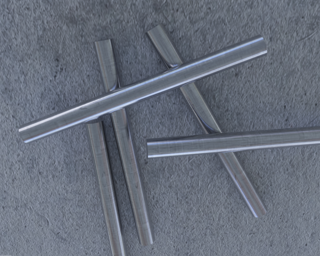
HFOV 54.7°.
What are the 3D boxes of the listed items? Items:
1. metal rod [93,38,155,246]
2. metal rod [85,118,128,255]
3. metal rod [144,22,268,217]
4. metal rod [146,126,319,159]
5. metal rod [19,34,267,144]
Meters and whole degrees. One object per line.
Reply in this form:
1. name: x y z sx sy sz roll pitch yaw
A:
1. metal rod: -0.044 0.033 0.421 0.025 0.025 0.298 -9 110 3
2. metal rod: -0.070 0.129 0.456 0.025 0.025 0.298 -6 110 2
3. metal rod: 0.069 0.002 0.410 0.025 0.025 0.299 -29 108 10
4. metal rod: 0.134 0.015 0.396 0.302 0.025 0.025 -4 110 -7
5. metal rod: -0.025 -0.043 0.365 0.301 0.025 0.025 -20 109 7
